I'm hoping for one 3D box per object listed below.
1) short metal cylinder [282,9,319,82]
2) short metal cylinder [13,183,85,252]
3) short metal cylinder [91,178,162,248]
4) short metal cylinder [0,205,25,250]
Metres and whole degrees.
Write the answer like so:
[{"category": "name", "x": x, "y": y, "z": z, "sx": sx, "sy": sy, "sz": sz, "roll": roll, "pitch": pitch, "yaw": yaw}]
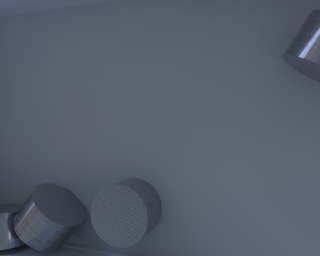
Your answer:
[{"category": "short metal cylinder", "x": 0.177, "y": -0.078, "z": 0.319, "sx": 0.080, "sy": 0.080, "sz": 0.050, "roll": 33, "pitch": 101, "yaw": 17}, {"category": "short metal cylinder", "x": -0.154, "y": 0.124, "z": 0.436, "sx": 0.080, "sy": 0.080, "sz": 0.050, "roll": 41, "pitch": 103, "yaw": 15}, {"category": "short metal cylinder", "x": -0.044, "y": 0.110, "z": 0.413, "sx": 0.080, "sy": 0.050, "sz": 0.080, "roll": 0, "pitch": 90, "yaw": 20}, {"category": "short metal cylinder", "x": -0.235, "y": 0.146, "z": 0.463, "sx": 0.080, "sy": 0.080, "sz": 0.050, "roll": -3, "pitch": 85, "yaw": 20}]
